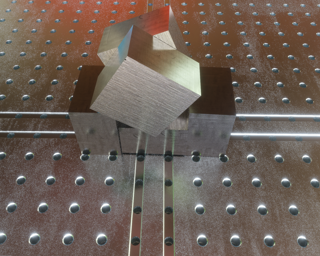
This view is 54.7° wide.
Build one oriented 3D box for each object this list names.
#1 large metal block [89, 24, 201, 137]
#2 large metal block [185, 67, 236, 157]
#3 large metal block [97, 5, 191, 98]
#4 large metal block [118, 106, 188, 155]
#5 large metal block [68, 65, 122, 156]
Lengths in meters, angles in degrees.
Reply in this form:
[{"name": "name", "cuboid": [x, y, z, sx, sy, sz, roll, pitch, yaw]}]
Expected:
[{"name": "large metal block", "cuboid": [-0.015, -0.044, 0.322, 0.080, 0.080, 0.050, 25, 45, -23]}, {"name": "large metal block", "cuboid": [0.059, -0.020, 0.389, 0.050, 0.080, 0.080, 3, 50, 2]}, {"name": "large metal block", "cuboid": [-0.013, -0.081, 0.357, 0.080, 0.080, 0.050, -13, 47, 18]}, {"name": "large metal block", "cuboid": [-0.006, -0.014, 0.400, 0.081, 0.050, 0.080, 2, 50, 1]}, {"name": "large metal block", "cuboid": [-0.073, -0.022, 0.389, 0.050, 0.080, 0.080, 2, 50, 1]}]
